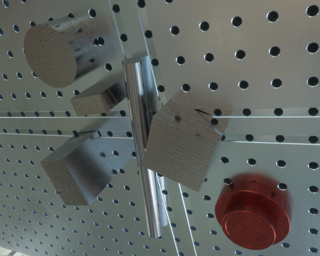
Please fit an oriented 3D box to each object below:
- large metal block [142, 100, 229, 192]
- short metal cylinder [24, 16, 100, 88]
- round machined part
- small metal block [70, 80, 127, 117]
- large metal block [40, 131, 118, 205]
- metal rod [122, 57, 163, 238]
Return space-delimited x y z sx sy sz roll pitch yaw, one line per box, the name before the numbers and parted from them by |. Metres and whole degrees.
large metal block | 0.030 0.022 0.393 0.080 0.050 0.079 23 127 14
short metal cylinder | -0.125 -0.098 0.400 0.080 0.050 0.079 13 124 21
round machined part | 0.121 0.122 0.412 0.098 0.042 0.097 13 124 21
small metal block | -0.081 -0.040 0.413 0.050 0.050 0.025 -5 116 30
large metal block | -0.121 0.061 0.478 0.050 0.080 0.080 -9 114 32
metal rod | -0.021 0.047 0.451 0.025 0.025 0.298 8 122 24
